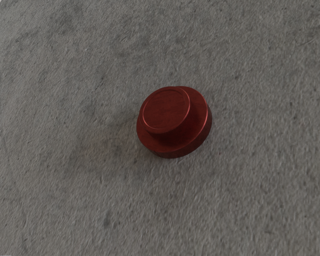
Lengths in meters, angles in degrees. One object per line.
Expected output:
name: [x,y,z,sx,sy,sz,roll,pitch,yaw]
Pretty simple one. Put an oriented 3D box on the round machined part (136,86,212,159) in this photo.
round machined part: [0.013,-0.014,0.394,0.098,0.042,0.098,-13,56,20]
